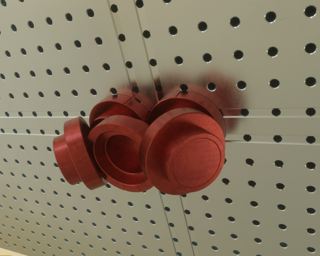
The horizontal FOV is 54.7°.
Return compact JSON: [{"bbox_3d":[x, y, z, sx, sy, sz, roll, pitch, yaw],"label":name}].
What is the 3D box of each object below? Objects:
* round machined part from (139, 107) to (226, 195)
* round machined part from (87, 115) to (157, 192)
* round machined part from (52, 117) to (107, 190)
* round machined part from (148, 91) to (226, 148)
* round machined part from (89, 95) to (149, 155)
[{"bbox_3d":[0.031,0.030,0.336,0.042,0.099,0.097,37,145,59],"label":"round machined part"},{"bbox_3d":[-0.037,0.027,0.379,0.098,0.042,0.097,13,124,20],"label":"round machined part"},{"bbox_3d":[-0.108,0.037,0.412,0.042,0.098,0.097,-21,112,-4],"label":"round machined part"},{"bbox_3d":[0.029,0.006,0.387,0.098,0.042,0.097,13,124,20],"label":"round machined part"},{"bbox_3d":[-0.058,0.006,0.432,0.098,0.042,0.097,13,124,20],"label":"round machined part"}]
